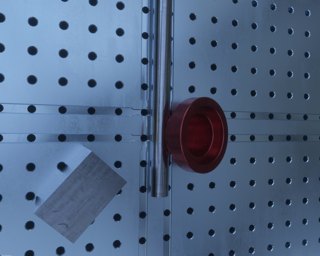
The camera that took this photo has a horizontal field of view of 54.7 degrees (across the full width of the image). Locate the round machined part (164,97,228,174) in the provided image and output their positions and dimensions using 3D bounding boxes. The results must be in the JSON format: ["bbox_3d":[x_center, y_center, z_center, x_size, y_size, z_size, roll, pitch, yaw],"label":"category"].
[{"bbox_3d":[0.044,0.009,0.408,0.099,0.042,0.097,-1,91,-44],"label":"round machined part"}]

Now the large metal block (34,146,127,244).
[{"bbox_3d":[-0.092,0.069,0.350,0.050,0.080,0.080,45,76,-15],"label":"large metal block"}]

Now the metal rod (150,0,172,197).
[{"bbox_3d":[0.002,-0.059,0.413,0.025,0.025,0.298,1,90,-20],"label":"metal rod"}]
